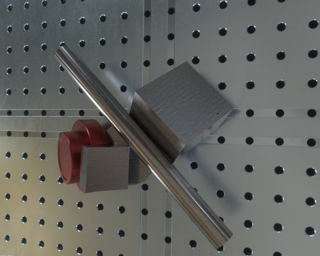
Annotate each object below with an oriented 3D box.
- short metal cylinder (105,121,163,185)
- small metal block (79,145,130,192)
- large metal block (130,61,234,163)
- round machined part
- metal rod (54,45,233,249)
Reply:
[{"bbox_3d":[-0.032,0.031,0.406,0.080,0.050,0.079,0,90,20],"label":"short metal cylinder"},{"bbox_3d":[-0.065,0.046,0.363,0.025,0.050,0.050,5,93,60],"label":"small metal block"},{"bbox_3d":[0.023,-0.020,0.364,0.080,0.050,0.080,-35,75,-28],"label":"large metal block"},{"bbox_3d":[-0.106,0.038,0.409,0.098,0.042,0.097,10,102,57],"label":"round machined part"},{"bbox_3d":[-0.028,0.012,0.365,0.025,0.025,0.300,-45,76,14],"label":"metal rod"}]
